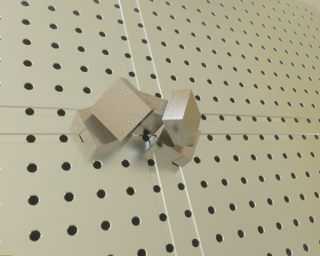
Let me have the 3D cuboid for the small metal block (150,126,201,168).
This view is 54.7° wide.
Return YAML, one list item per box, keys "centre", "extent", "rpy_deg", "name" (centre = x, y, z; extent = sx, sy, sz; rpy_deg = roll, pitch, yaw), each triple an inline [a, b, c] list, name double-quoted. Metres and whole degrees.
- centre: [0.022, 0.016, 0.412]
  extent: [0.050, 0.025, 0.050]
  rpy_deg: [31, 51, -9]
  name: "small metal block"

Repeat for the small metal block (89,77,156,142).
- centre: [-0.041, -0.021, 0.348]
  extent: [0.050, 0.050, 0.025]
  rpy_deg: [45, 12, 3]
  name: "small metal block"

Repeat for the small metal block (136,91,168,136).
- centre: [-0.021, -0.018, 0.393]
  extent: [0.050, 0.050, 0.025]
  rpy_deg: [17, 55, -19]
  name: "small metal block"

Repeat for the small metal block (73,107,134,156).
- centre: [-0.069, -0.001, 0.373]
  extent: [0.050, 0.025, 0.050]
  rpy_deg: [-21, 73, -36]
  name: "small metal block"

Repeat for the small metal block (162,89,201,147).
- centre: [0.028, -0.012, 0.382]
  extent: [0.050, 0.025, 0.050]
  rpy_deg: [64, 35, -43]
  name: "small metal block"
